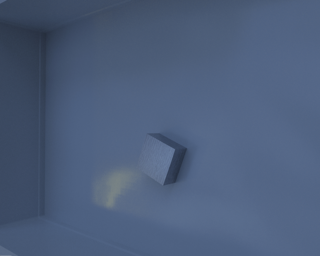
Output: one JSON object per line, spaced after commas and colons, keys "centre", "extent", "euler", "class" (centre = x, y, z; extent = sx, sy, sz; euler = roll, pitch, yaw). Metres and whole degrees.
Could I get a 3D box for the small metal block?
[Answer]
{"centre": [0.001, 0.039, 0.404], "extent": [0.050, 0.025, 0.050], "euler": [28, 107, 36], "class": "small metal block"}
